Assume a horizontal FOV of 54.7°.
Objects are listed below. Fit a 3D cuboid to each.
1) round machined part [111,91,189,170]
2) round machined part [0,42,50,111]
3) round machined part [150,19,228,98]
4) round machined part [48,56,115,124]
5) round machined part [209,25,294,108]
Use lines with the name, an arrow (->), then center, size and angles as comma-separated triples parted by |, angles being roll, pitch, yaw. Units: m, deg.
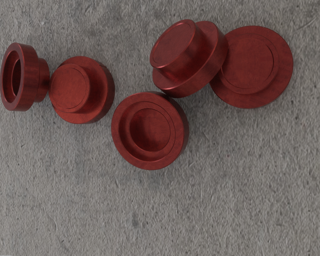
round machined part -> -0.009, 0.001, 0.397 | 0.098, 0.042, 0.097 | 5, 103, 21
round machined part -> -0.197, -0.073, 0.457 | 0.098, 0.042, 0.097 | -2, 87, 46
round machined part -> 0.026, -0.087, 0.363 | 0.098, 0.042, 0.098 | -29, 43, 31
round machined part -> -0.118, -0.054, 0.442 | 0.098, 0.042, 0.097 | 0, 90, 20
round machined part -> 0.103, -0.072, 0.363 | 0.098, 0.042, 0.097 | 0, 90, 20
